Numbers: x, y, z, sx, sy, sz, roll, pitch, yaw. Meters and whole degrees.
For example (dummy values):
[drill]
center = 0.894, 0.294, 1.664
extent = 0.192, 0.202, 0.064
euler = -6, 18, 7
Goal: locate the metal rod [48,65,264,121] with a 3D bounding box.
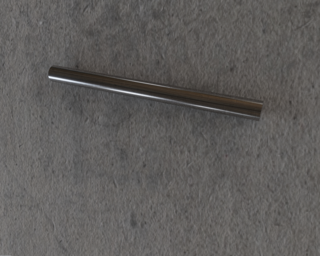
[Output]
[metal rod]
center = -0.019, -0.051, 0.414
extent = 0.301, 0.025, 0.025
euler = 12, 94, 19
